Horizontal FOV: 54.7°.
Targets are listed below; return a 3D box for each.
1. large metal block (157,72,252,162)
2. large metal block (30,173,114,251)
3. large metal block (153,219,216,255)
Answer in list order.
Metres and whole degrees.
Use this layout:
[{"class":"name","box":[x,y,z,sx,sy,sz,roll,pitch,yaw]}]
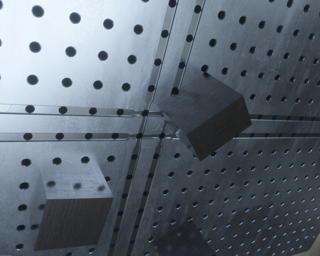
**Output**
[{"class":"large metal block","box":[0.055,-0.017,0.397,0.080,0.080,0.050,-35,129,-6]},{"class":"large metal block","box":[-0.115,0.106,0.399,0.081,0.050,0.079,7,115,-32]},{"class":"large metal block","box":[0.046,0.221,0.540,0.080,0.080,0.050,-31,129,-9]}]
